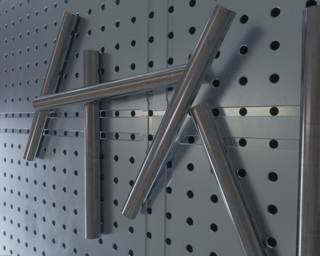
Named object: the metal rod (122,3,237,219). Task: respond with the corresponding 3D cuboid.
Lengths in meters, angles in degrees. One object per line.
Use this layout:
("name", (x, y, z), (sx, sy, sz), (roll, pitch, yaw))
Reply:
("metal rod", (0.012, -0.001, 0.382), (0.025, 0.025, 0.298), (42, 121, 32))

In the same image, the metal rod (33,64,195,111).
("metal rod", (-0.081, -0.054, 0.452), (0.300, 0.025, 0.025), (-6, 86, 32))

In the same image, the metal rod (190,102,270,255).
("metal rod", (0.094, 0.112, 0.332), (0.025, 0.025, 0.299), (-30, 71, 36))

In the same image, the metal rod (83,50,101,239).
("metal rod", (-0.109, 0.026, 0.501), (0.025, 0.025, 0.298), (-1, 89, 40))

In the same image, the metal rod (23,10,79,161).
("metal rod", (-0.210, -0.069, 0.584), (0.025, 0.025, 0.298), (37, 112, 34))

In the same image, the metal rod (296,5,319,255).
("metal rod", (0.143, 0.039, 0.291), (0.025, 0.025, 0.298), (2, 91, 40))
